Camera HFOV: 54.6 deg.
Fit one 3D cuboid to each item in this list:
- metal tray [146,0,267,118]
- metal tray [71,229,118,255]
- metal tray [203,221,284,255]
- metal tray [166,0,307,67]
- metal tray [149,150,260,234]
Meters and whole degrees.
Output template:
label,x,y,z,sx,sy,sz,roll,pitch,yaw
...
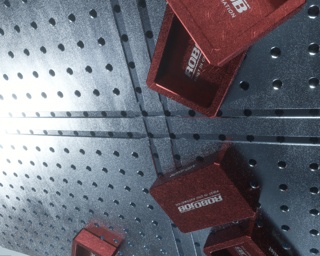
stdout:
label,x,y,z,sx,sy,sz,roll,pitch,yaw
metal tray,0.044,-0.085,0.332,0.090,0.030,0.129,27,128,11
metal tray,-0.142,0.281,0.657,0.090,0.030,0.129,25,127,12
metal tray,0.139,0.205,0.461,0.130,0.030,0.090,48,129,-6
metal tray,0.048,-0.130,0.266,0.090,0.030,0.130,-35,87,17
metal tray,0.058,0.094,0.436,0.130,0.030,0.090,-30,102,38
